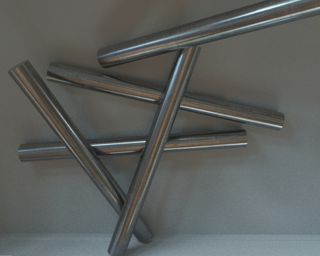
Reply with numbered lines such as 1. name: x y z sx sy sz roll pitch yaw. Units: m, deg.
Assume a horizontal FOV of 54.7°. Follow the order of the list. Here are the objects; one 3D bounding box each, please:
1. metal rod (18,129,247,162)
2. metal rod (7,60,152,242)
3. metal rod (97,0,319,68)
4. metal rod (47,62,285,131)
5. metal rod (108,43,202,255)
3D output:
1. metal rod: -0.036 0.024 0.419 0.302 0.025 0.025 -4 110 1
2. metal rod: -0.088 0.048 0.402 0.025 0.025 0.299 -25 118 8
3. metal rod: 0.062 -0.102 0.310 0.300 0.025 0.025 -7 112 28
4. metal rod: 0.011 -0.039 0.397 0.302 0.025 0.025 12 110 -5
5. metal rod: -0.013 0.039 0.393 0.025 0.025 0.298 18 106 -7
